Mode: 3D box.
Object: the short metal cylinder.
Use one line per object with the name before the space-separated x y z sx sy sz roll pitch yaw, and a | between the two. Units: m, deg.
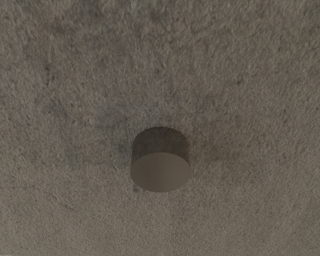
short metal cylinder | 0.001 0.044 0.429 0.081 0.050 0.079 0 130 0
